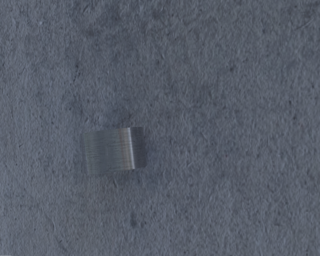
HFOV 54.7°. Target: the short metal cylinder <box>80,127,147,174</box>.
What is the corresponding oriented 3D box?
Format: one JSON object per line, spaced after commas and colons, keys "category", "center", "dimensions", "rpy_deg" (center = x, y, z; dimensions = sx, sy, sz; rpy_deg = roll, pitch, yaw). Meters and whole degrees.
{"category": "short metal cylinder", "center": [-0.059, 0.028, 0.400], "dimensions": [0.080, 0.080, 0.050], "rpy_deg": [-8, 88, 19]}
